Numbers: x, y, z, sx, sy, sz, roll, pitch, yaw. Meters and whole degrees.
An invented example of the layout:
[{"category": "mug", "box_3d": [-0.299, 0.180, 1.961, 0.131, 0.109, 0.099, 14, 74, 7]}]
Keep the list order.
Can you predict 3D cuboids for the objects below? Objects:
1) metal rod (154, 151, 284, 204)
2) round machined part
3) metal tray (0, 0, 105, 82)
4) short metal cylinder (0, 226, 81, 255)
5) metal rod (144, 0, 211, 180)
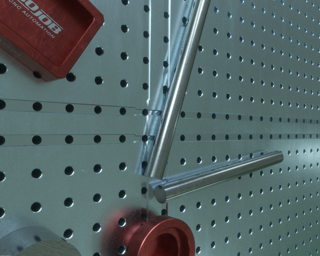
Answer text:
[{"category": "metal rod", "box_3d": [0.115, 0.072, 0.508, 0.302, 0.025, 0.025, -8, 95, -40]}, {"category": "round machined part", "box_3d": [-0.004, 0.161, 0.398, 0.099, 0.042, 0.097, 0, 90, -40]}, {"category": "metal tray", "box_3d": [-0.128, -0.119, 0.298, 0.130, 0.030, 0.090, 41, 65, -33]}, {"category": "short metal cylinder", "box_3d": [-0.120, 0.140, 0.294, 0.081, 0.050, 0.079, 0, 90, -40]}, {"category": "metal rod", "box_3d": [0.031, -0.075, 0.436, 0.025, 0.025, 0.299, 26, 74, -38]}]
